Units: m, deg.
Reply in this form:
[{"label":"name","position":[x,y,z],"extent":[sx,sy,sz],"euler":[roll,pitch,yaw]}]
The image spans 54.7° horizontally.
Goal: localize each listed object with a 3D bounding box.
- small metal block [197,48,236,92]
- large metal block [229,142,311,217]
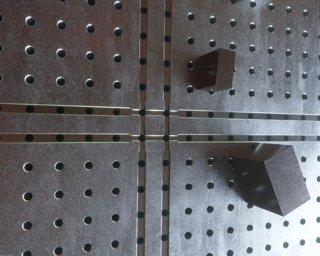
[{"label":"small metal block","position":[0.078,-0.078,0.429],"extent":[0.025,0.050,0.050],"euler":[8,87,-20]},{"label":"large metal block","position":[0.154,0.069,0.442],"extent":[0.050,0.080,0.080],"euler":[-25,99,-19]}]
